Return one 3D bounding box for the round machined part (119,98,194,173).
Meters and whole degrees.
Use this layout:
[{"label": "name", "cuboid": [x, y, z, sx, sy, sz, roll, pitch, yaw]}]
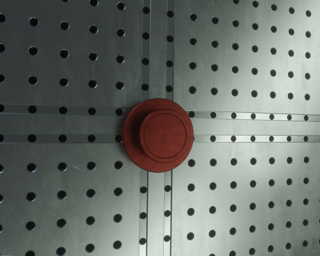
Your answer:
[{"label": "round machined part", "cuboid": [0.000, 0.010, 0.403, 0.099, 0.042, 0.097, 0, 90, -20]}]
